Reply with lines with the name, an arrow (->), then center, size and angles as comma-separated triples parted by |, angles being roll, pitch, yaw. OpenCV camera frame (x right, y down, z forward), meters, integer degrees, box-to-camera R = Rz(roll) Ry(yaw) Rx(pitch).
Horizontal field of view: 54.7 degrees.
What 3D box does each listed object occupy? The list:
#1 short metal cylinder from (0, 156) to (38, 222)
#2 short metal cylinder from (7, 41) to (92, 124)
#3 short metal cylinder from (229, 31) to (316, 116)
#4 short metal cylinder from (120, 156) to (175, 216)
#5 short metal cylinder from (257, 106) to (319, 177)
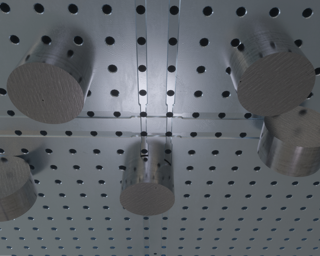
short metal cylinder -> -0.224, 0.086, 0.447 | 0.081, 0.080, 0.050 | 2, 130, -2
short metal cylinder -> -0.122, -0.051, 0.351 | 0.081, 0.050, 0.079 | 0, 130, 0
short metal cylinder -> 0.122, -0.060, 0.345 | 0.081, 0.050, 0.079 | 0, 130, 0
short metal cylinder -> -0.018, 0.089, 0.471 | 0.081, 0.050, 0.079 | 0, 130, 0
short metal cylinder -> 0.168, 0.015, 0.390 | 0.080, 0.080, 0.050 | -1, 130, 1
